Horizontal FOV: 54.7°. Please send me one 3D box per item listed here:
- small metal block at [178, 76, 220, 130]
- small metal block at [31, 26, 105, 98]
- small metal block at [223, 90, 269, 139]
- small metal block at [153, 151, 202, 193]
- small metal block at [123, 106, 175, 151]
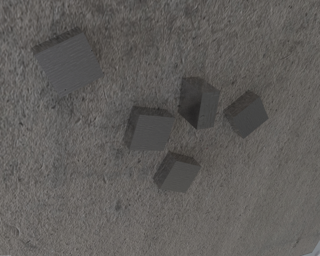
[{"bbox_3d":[0.048,-0.033,0.397,0.025,0.050,0.050,-9,123,-24],"label":"small metal block"},{"bbox_3d":[-0.092,-0.067,0.315,0.050,0.025,0.050,-29,128,-10],"label":"small metal block"},{"bbox_3d":[0.129,-0.020,0.465,0.050,0.025,0.050,-39,130,-2],"label":"small metal block"},{"bbox_3d":[0.026,0.067,0.462,0.050,0.025,0.050,17,109,-35],"label":"small metal block"},{"bbox_3d":[-0.015,0.001,0.399,0.050,0.025,0.050,4,117,-30],"label":"small metal block"}]
